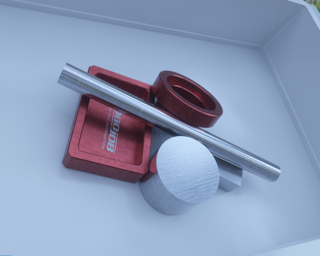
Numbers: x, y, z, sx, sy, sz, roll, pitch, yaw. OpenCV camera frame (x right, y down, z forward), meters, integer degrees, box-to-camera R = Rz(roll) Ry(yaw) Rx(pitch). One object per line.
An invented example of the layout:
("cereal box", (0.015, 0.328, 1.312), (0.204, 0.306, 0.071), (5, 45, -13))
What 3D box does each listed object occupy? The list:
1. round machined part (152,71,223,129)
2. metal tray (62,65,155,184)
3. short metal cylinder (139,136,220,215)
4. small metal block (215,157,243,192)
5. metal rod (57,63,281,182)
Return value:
("round machined part", (0.031, -0.032, 0.415), (0.098, 0.042, 0.098), (26, 27, -14))
("metal tray", (-0.056, -0.007, 0.374), (0.091, 0.030, 0.130), (17, 55, -19))
("short metal cylinder", (0.022, 0.056, 0.366), (0.081, 0.050, 0.080), (14, 56, -21))
("small metal block", (0.084, 0.051, 0.419), (0.050, 0.025, 0.050), (28, 52, -11))
("metal rod", (0.024, 0.001, 0.380), (0.302, 0.025, 0.025), (25, 53, -16))
